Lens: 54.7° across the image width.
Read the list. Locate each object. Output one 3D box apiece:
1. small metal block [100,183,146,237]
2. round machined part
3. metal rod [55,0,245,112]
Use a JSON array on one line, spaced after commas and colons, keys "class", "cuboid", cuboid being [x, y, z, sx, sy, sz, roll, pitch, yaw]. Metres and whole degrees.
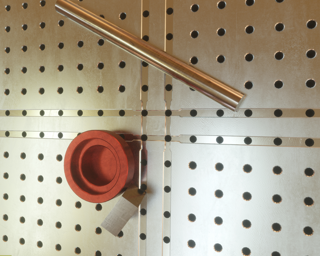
[{"class": "small metal block", "cuboid": [-0.048, 0.107, 0.413, 0.025, 0.050, 0.050, 36, 102, 1]}, {"class": "round machined part", "cuboid": [-0.080, 0.051, 0.430, 0.098, 0.042, 0.097, 0, 90, 20]}, {"class": "metal rod", "cuboid": [-0.025, -0.107, 0.420, 0.300, 0.025, 0.025, 32, 100, 16]}]
